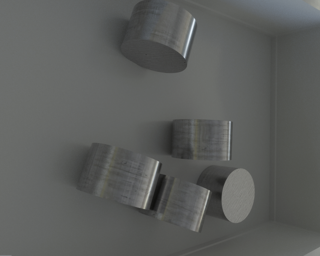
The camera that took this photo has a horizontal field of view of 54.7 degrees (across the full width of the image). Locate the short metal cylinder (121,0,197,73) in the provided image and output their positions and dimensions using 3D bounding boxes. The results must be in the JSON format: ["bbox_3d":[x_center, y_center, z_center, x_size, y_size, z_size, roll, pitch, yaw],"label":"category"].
[{"bbox_3d":[-0.001,-0.106,0.370,0.080,0.080,0.050,25,75,-38],"label":"short metal cylinder"}]

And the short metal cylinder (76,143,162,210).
[{"bbox_3d":[-0.043,0.053,0.335,0.080,0.080,0.050,26,74,-37],"label":"short metal cylinder"}]

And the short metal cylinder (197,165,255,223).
[{"bbox_3d":[0.100,0.099,0.474,0.081,0.050,0.080,0,90,-40],"label":"short metal cylinder"}]

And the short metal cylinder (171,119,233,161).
[{"bbox_3d":[0.056,0.016,0.418,0.081,0.080,0.050,4,88,-40],"label":"short metal cylinder"}]

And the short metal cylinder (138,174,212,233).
[{"bbox_3d":[0.019,0.093,0.387,0.080,0.080,0.050,30,72,-36],"label":"short metal cylinder"}]
